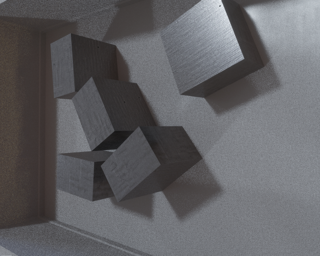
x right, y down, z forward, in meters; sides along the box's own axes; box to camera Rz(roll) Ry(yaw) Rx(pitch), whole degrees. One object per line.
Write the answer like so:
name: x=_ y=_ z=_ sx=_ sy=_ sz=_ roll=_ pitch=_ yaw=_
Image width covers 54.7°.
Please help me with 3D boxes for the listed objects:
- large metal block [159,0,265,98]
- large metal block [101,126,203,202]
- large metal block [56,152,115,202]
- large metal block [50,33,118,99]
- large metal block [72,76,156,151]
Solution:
large metal block: x=0.055 y=-0.088 z=0.343 sx=0.080 sy=0.050 sz=0.080 roll=-27 pitch=73 yaw=36
large metal block: x=-0.010 y=0.042 z=0.377 sx=0.080 sy=0.081 sz=0.050 roll=-45 pitch=64 yaw=30
large metal block: x=-0.088 y=0.064 z=0.441 sx=0.080 sy=0.081 sz=0.050 roll=6 pitch=94 yaw=39
large metal block: x=-0.109 y=-0.085 z=0.459 sx=0.050 sy=0.081 sz=0.080 roll=-9 pitch=85 yaw=39
large metal block: x=-0.060 y=-0.018 z=0.418 sx=0.050 sy=0.081 sz=0.080 roll=-38 pitch=67 yaw=33
